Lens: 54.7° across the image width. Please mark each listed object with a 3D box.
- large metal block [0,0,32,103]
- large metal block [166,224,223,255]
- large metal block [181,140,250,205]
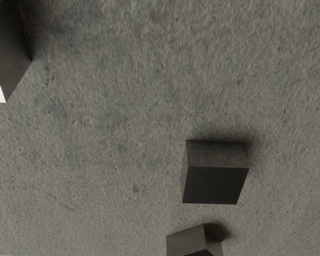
[{"bbox_3d":[-0.171,-0.081,0.300,0.050,0.080,0.079,2,130,-2],"label":"large metal block"},{"bbox_3d":[0.068,0.236,0.593,0.080,0.050,0.080,-26,126,20],"label":"large metal block"},{"bbox_3d":[0.075,0.065,0.448,0.081,0.050,0.079,2,130,-3],"label":"large metal block"}]
